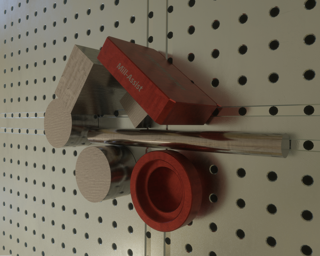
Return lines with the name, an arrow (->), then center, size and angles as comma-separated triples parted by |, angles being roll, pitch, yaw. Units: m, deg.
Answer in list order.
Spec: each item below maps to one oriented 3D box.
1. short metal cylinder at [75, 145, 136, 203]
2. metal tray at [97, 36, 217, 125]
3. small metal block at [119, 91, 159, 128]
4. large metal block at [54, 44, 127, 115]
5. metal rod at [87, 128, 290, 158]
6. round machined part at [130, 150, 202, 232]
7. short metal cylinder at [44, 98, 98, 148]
short metal cylinder -> -0.080, 0.066, 0.459 | 0.080, 0.050, 0.080 | 0, 90, 40
metal tray -> -0.004, -0.056, 0.370 | 0.130, 0.091, 0.030 | 48, 119, 29
small metal block -> -0.023, -0.035, 0.429 | 0.050, 0.025, 0.050 | -46, 63, 30
large metal block -> -0.093, -0.066, 0.451 | 0.050, 0.081, 0.080 | 46, 117, 29
metal rod -> 0.009, 0.015, 0.402 | 0.300, 0.025, 0.025 | 1, 91, 40
round machined part -> 0.012, 0.075, 0.389 | 0.098, 0.042, 0.097 | 0, 90, 40
short metal cylinder -> -0.149, -0.008, 0.515 | 0.080, 0.050, 0.080 | 0, 90, 40
